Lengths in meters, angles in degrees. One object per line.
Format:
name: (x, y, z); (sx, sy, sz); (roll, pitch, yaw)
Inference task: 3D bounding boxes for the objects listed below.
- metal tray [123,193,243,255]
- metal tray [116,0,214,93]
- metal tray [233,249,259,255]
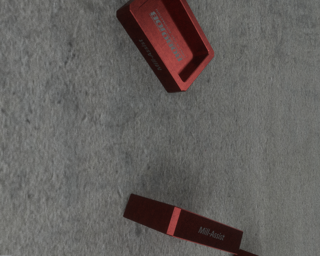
metal tray: (0.031, 0.121, 0.390); (0.131, 0.090, 0.030); (30, 72, -36)
metal tray: (0.013, -0.123, 0.413); (0.090, 0.030, 0.130); (-52, 121, -28)
metal tray: (0.170, 0.274, 0.508); (0.030, 0.090, 0.129); (-25, 106, -38)
